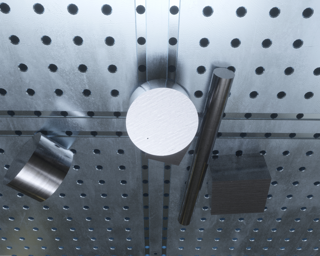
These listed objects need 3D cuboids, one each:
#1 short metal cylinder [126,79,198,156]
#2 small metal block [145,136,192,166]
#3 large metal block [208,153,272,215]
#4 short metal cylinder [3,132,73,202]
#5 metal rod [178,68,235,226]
[{"bbox_3d":[0.001,-0.014,0.367,0.081,0.050,0.079,-1,110,-3],"label":"short metal cylinder"},{"bbox_3d":[0.011,0.022,0.430,0.050,0.025,0.050,15,129,-13],"label":"small metal block"},{"bbox_3d":[0.115,0.085,0.469,0.080,0.050,0.080,-4,130,3],"label":"large metal block"},{"bbox_3d":[-0.164,0.053,0.419,0.080,0.080,0.050,-36,122,26],"label":"short metal cylinder"},{"bbox_3d":[0.059,0.049,0.453,0.025,0.025,0.298,4,130,-4],"label":"metal rod"}]
